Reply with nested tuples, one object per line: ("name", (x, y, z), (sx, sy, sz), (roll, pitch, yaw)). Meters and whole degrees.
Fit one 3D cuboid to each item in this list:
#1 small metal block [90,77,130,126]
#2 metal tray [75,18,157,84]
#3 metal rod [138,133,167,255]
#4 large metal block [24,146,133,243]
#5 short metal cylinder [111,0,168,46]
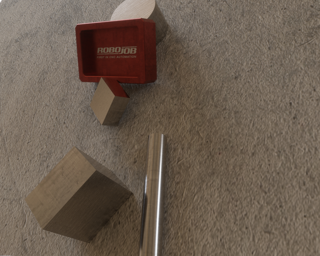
("small metal block", (-0.074, -0.038, 0.449), (0.050, 0.025, 0.050), (52, 124, 39))
("metal tray", (-0.069, -0.115, 0.472), (0.130, 0.030, 0.089), (7, 105, 30))
("metal rod", (-0.011, 0.142, 0.321), (0.025, 0.025, 0.299), (-10, 57, 22))
("large metal block", (-0.092, 0.081, 0.366), (0.080, 0.080, 0.050), (-48, 52, -6))
("short metal cylinder", (-0.034, -0.172, 0.509), (0.080, 0.050, 0.080), (-13, 56, 20))
